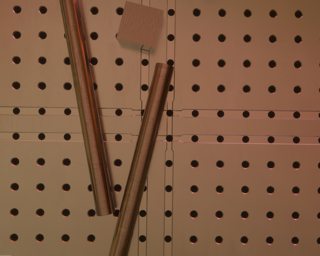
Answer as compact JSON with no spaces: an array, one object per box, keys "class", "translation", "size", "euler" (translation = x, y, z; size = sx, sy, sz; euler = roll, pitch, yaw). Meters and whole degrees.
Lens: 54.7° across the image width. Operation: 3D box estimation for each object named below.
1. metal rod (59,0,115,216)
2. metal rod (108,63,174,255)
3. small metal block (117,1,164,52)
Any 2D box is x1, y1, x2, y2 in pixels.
[{"class":"metal rod","translation":[-0.097,-0.034,0.412],"size":[0.025,0.025,0.298],"euler":[-10,90,0]},{"class":"metal rod","translation":[-0.029,0.062,0.412],"size":[0.025,0.025,0.298],"euler":[14,90,0]},{"class":"small metal block","translation":[-0.026,-0.134,0.413],"size":[0.050,0.025,0.050],"euler":[14,90,0]}]
